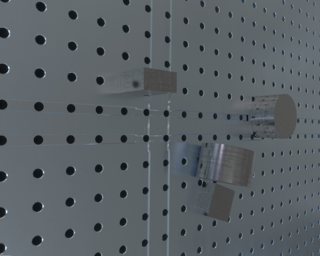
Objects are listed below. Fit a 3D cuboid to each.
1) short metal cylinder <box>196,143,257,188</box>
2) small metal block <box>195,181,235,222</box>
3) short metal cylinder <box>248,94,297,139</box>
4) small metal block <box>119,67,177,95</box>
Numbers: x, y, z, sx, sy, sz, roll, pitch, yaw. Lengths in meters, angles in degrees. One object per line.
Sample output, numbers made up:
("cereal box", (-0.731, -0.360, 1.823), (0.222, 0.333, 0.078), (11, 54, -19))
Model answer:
("short metal cylinder", (0.097, 0.055, 0.455), (0.080, 0.080, 0.050), (19, 78, -39))
("small metal block", (0.087, 0.115, 0.483), (0.050, 0.025, 0.050), (27, 73, -37))
("short metal cylinder", (0.207, -0.021, 0.567), (0.081, 0.050, 0.079), (0, 90, -40))
("small metal block", (-0.015, -0.056, 0.381), (0.050, 0.050, 0.025), (0, 90, -40))
